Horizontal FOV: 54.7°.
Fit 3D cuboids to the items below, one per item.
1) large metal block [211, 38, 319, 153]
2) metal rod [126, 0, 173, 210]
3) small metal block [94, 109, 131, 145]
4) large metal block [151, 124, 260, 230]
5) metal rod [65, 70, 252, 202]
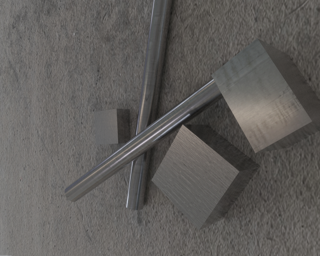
[{"bbox_3d":[0.104,-0.026,0.283,0.050,0.081,0.080,-38,67,33],"label":"large metal block"},{"bbox_3d":[-0.015,-0.036,0.417,0.025,0.025,0.298,13,99,39],"label":"metal rod"},{"bbox_3d":[-0.071,-0.001,0.464,0.050,0.025,0.050,-5,87,40],"label":"small metal block"},{"bbox_3d":[0.049,0.051,0.348,0.080,0.050,0.080,42,115,32],"label":"large metal block"},{"bbox_3d":[-0.019,0.016,0.391,0.299,0.025,0.025,-36,68,24],"label":"metal rod"}]
